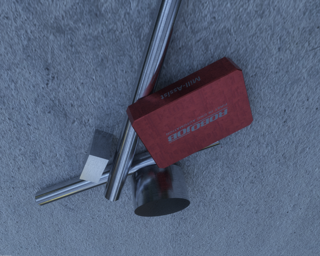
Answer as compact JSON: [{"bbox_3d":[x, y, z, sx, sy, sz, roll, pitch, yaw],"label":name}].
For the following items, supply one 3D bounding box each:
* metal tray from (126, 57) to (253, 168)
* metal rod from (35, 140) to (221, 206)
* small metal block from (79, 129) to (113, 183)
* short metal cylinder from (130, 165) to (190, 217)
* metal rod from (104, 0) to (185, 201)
[{"bbox_3d":[0.038,-0.014,0.364,0.130,0.030,0.090,-27,133,1],"label":"metal tray"},{"bbox_3d":[-0.058,0.062,0.459,0.301,0.025,0.025,-21,127,16],"label":"metal rod"},{"bbox_3d":[-0.086,0.038,0.422,0.025,0.050,0.050,18,128,-15],"label":"small metal block"},{"bbox_3d":[0.000,0.093,0.454,0.081,0.050,0.080,-8,149,-5],"label":"short metal cylinder"},{"bbox_3d":[-0.027,-0.021,0.370,0.025,0.025,0.298,13,124,-11],"label":"metal rod"}]
